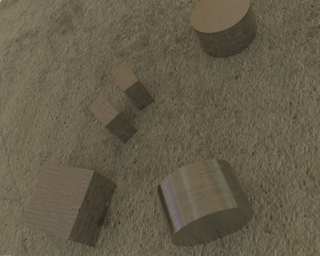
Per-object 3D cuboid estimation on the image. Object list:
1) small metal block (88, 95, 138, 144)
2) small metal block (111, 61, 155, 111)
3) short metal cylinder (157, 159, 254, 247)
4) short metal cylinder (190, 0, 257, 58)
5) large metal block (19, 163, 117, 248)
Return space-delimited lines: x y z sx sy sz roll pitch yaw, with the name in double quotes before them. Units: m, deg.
"small metal block" -0.065 -0.012 0.427 0.025 0.050 0.050 -45 51 -3
"small metal block" -0.039 -0.060 0.443 0.025 0.050 0.050 -37 51 4
"short metal cylinder" 0.042 0.074 0.300 0.080 0.080 0.050 -28 53 11
"short metal cylinder" 0.088 -0.145 0.429 0.080 0.050 0.080 -13 56 20
"large metal block" -0.112 0.095 0.387 0.080 0.050 0.080 4 63 29
